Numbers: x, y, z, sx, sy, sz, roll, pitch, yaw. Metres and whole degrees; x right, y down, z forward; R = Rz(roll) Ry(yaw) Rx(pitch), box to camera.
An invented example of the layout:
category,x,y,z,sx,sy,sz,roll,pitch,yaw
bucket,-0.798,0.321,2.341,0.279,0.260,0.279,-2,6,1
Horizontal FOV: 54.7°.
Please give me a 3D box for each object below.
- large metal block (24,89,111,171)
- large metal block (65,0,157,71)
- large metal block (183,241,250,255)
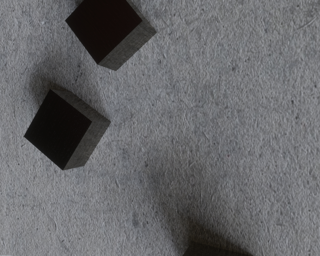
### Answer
category,x,y,z,sx,sy,sz,roll,pitch,yaw
large metal block,-0.131,0.002,0.442,0.080,0.050,0.080,36,102,16
large metal block,-0.066,-0.137,0.419,0.080,0.050,0.080,-40,78,15
large metal block,0.064,0.179,0.357,0.080,0.080,0.050,8,93,20
